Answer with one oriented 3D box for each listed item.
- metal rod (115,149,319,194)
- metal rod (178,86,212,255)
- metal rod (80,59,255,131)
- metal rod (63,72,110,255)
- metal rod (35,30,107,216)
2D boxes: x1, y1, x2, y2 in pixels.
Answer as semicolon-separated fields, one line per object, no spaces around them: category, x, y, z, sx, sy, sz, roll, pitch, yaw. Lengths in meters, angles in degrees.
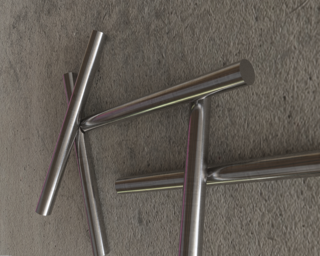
metal rod;0.057;0.055;0.357;0.300;0.025;0.025;-15;81;39
metal rod;0.035;0.088;0.330;0.025;0.025;0.299;-6;72;40
metal rod;-0.019;-0.029;0.394;0.299;0.025;0.025;-13;82;47
metal rod;-0.122;0.053;0.506;0.025;0.025;0.299;-21;77;38
metal rod;-0.141;-0.007;0.490;0.025;0.025;0.298;20;93;38
